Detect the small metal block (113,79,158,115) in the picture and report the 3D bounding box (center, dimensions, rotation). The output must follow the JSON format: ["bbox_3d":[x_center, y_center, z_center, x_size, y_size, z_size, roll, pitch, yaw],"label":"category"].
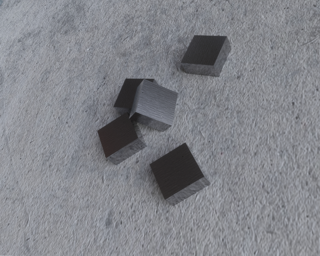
[{"bbox_3d":[-0.032,-0.044,0.448,0.050,0.025,0.050,6,64,31],"label":"small metal block"}]

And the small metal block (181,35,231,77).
[{"bbox_3d":[0.065,-0.101,0.432,0.050,0.025,0.050,13,68,33],"label":"small metal block"}]

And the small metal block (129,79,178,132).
[{"bbox_3d":[-0.008,-0.029,0.407,0.025,0.050,0.050,-39,35,58],"label":"small metal block"}]

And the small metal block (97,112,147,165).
[{"bbox_3d":[-0.052,0.014,0.423,0.050,0.025,0.050,-32,52,7],"label":"small metal block"}]

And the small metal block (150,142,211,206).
[{"bbox_3d":[0.023,0.053,0.359,0.050,0.025,0.050,-32,52,7],"label":"small metal block"}]
